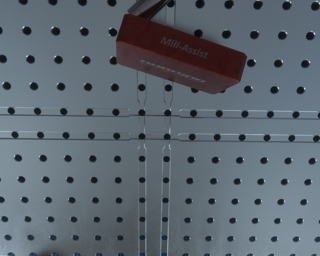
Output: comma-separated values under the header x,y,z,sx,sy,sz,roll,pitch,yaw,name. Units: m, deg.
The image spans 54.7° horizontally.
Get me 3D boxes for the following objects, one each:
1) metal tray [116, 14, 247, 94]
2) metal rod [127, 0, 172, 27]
x,y,z,sx,sy,sz,roll,pitch,yaw,name
0.018,-0.077,0.348,0.131,0.090,0.030,17,85,-7,metal tray
0.084,-0.220,0.333,0.300,0.025,0.025,-38,106,12,metal rod
